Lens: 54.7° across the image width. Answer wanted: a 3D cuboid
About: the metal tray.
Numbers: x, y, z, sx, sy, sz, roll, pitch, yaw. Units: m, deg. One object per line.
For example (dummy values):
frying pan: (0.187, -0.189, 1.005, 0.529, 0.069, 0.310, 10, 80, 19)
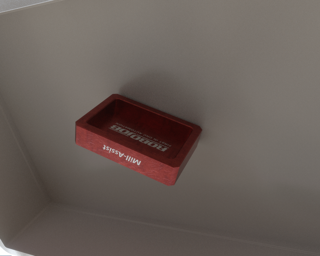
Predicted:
metal tray: (-0.024, 0.009, 0.379, 0.130, 0.090, 0.030, 22, 127, 13)
